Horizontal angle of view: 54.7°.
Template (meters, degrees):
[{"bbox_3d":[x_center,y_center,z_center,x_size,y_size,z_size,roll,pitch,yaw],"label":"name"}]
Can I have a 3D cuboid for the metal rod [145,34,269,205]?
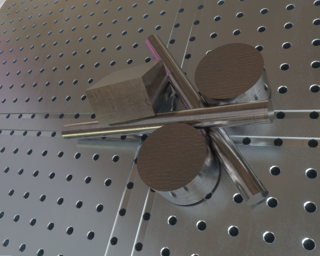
[{"bbox_3d":[0.043,-0.034,0.402,0.025,0.025,0.300,-33,51,7],"label":"metal rod"}]

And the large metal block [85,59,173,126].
[{"bbox_3d":[-0.038,-0.048,0.414,0.080,0.050,0.080,-10,23,23],"label":"large metal block"}]

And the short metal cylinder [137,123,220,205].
[{"bbox_3d":[0.021,0.041,0.351,0.080,0.050,0.080,-13,56,21],"label":"short metal cylinder"}]

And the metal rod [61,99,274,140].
[{"bbox_3d":[-0.014,-0.006,0.393,0.300,0.025,0.025,-5,59,32],"label":"metal rod"}]

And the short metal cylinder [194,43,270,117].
[{"bbox_3d":[0.088,-0.055,0.376,0.080,0.050,0.080,-13,56,21],"label":"short metal cylinder"}]
